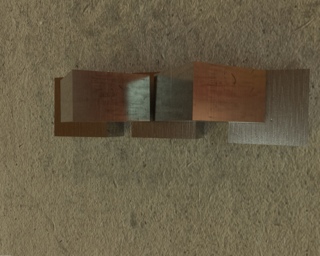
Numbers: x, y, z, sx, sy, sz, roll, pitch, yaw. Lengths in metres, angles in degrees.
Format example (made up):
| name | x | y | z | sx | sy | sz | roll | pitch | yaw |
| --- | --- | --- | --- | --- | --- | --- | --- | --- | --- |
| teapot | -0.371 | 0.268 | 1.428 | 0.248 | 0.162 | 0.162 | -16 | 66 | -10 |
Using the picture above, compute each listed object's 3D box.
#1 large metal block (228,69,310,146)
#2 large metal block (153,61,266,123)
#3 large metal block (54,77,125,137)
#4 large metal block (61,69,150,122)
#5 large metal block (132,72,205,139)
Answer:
| name | x | y | z | sx | sy | sz | roll | pitch | yaw |
| --- | --- | --- | --- | --- | --- | --- | --- | --- | --- |
| large metal block | 0.123 | -0.022 | 0.354 | 0.080 | 0.050 | 0.079 | 2 | 91 | 19 |
| large metal block | 0.047 | -0.031 | 0.313 | 0.080 | 0.081 | 0.050 | 2 | 90 | 64 |
| large metal block | -0.097 | -0.028 | 0.430 | 0.080 | 0.050 | 0.079 | 0 | 90 | 19 |
| large metal block | -0.065 | -0.032 | 0.349 | 0.081 | 0.080 | 0.050 | -1 | 91 | -26 |
| large metal block | 0.012 | -0.028 | 0.392 | 0.080 | 0.050 | 0.079 | 1 | 90 | 19 |
